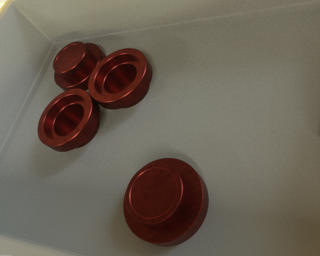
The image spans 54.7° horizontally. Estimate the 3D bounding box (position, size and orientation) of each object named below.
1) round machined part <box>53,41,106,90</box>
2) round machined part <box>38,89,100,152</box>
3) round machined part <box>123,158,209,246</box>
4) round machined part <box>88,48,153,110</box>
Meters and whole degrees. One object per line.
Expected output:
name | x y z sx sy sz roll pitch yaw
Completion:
round machined part | -0.146 -0.111 0.540 0.098 0.042 0.098 -13 56 21
round machined part | -0.131 -0.008 0.469 0.098 0.042 0.098 -13 57 21
round machined part | 0.001 0.078 0.347 0.098 0.042 0.098 -13 56 21
round machined part | -0.055 -0.069 0.466 0.098 0.042 0.098 -13 56 21
